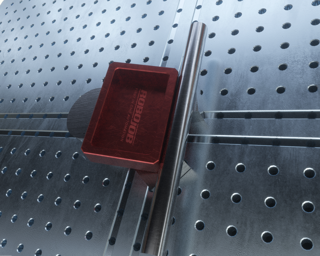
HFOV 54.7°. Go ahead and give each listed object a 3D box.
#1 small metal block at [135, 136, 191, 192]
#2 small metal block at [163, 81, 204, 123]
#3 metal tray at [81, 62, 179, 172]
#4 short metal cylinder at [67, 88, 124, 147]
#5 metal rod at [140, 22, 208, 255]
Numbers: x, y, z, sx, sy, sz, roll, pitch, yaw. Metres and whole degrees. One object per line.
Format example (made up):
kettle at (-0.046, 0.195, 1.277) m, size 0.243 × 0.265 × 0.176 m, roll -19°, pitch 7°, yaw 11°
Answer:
small metal block at (0.000, 0.046, 0.378) m, size 0.050 × 0.025 × 0.050 m, roll -43°, pitch 51°, yaw -2°
small metal block at (0.029, -0.031, 0.411) m, size 0.050 × 0.025 × 0.050 m, roll -14°, pitch 56°, yaw 20°
metal tray at (-0.032, -0.017, 0.380) m, size 0.090 × 0.030 × 0.130 m, roll 8°, pitch 64°, yaw 10°
short metal cylinder at (-0.083, -0.010, 0.439) m, size 0.080 × 0.050 × 0.080 m, roll -13°, pitch 56°, yaw 20°
metal rod at (0.024, -0.007, 0.366) m, size 0.025 × 0.025 × 0.300 m, roll -1°, pitch 61°, yaw 27°
